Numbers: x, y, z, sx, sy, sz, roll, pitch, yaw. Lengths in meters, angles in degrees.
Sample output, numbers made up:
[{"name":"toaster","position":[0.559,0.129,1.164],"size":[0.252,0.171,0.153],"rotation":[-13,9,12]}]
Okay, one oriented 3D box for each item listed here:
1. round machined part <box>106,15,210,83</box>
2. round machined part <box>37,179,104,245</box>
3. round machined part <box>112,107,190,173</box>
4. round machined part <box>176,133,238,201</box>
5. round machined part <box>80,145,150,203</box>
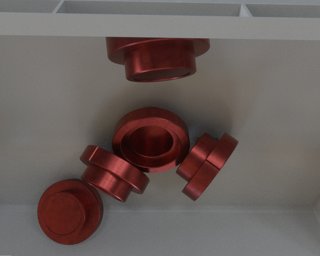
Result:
[{"name":"round machined part","position":[-0.001,-0.071,0.300],"size":[0.099,0.098,0.042],"rotation":[-6,90,5]},{"name":"round machined part","position":[-0.139,0.128,0.469],"size":[0.099,0.042,0.097],"rotation":[0,87,6]},{"name":"round machined part","position":[-0.011,0.011,0.407],"size":[0.099,0.042,0.097],"rotation":[0,130,0]},{"name":"round machined part","position":[0.057,0.045,0.410],"size":[0.042,0.099,0.097],"rotation":[36,127,10]},{"name":"round machined part","position":[-0.067,0.066,0.420],"size":[0.098,0.042,0.098],"rotation":[26,161,10]}]
